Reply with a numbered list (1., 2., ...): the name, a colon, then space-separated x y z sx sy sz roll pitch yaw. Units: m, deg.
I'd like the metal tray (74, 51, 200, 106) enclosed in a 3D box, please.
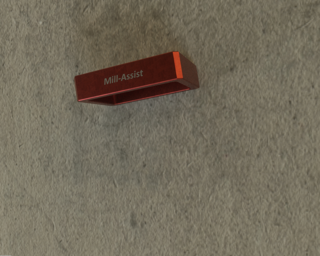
1. metal tray: -0.025 -0.056 0.382 0.130 0.090 0.030 -10 87 19
